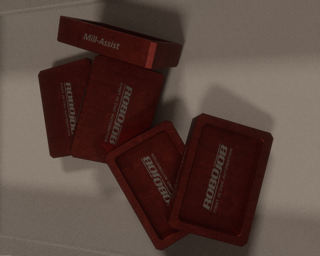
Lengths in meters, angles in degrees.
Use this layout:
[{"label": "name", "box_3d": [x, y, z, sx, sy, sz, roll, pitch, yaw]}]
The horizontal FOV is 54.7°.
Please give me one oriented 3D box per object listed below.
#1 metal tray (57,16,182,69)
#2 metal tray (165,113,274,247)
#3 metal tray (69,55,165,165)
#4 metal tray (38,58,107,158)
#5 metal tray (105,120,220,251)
[{"label": "metal tray", "box_3d": [-0.048, -0.107, 0.389, 0.130, 0.090, 0.030, 21, 110, 18]}, {"label": "metal tray", "box_3d": [0.067, 0.057, 0.354, 0.091, 0.030, 0.129, 16, 84, -4]}, {"label": "metal tray", "box_3d": [-0.056, -0.019, 0.400, 0.091, 0.030, 0.129, 14, 96, -19]}, {"label": "metal tray", "box_3d": [-0.123, -0.027, 0.450, 0.090, 0.030, 0.129, -11, 87, 19]}, {"label": "metal tray", "box_3d": [0.003, 0.067, 0.378, 0.090, 0.030, 0.130, -30, 89, -7]}]
